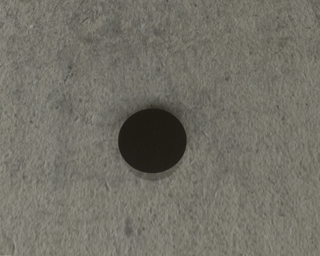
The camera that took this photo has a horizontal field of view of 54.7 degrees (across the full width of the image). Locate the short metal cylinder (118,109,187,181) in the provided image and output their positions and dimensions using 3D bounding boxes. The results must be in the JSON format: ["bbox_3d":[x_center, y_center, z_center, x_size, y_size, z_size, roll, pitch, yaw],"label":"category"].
[{"bbox_3d":[-0.009,0.022,0.387,0.081,0.050,0.080,0,70,0],"label":"short metal cylinder"}]
